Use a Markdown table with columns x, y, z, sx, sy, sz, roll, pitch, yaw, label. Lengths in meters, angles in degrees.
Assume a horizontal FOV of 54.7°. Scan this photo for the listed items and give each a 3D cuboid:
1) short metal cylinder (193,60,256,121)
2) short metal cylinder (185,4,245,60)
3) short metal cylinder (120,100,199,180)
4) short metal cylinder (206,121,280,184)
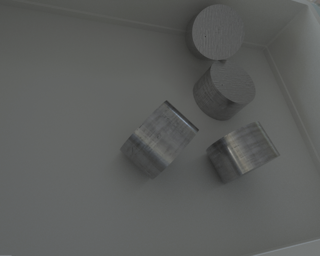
| x | y | z | sx | sy | sz | roll | pitch | yaw | label |
| --- | --- | --- | --- | --- | --- | --- | --- | --- | --- |
| 0.098 | -0.058 | 0.478 | 0.081 | 0.050 | 0.080 | 13 | 56 | -21 | short metal cylinder |
| 0.084 | -0.146 | 0.483 | 0.081 | 0.050 | 0.079 | -1 | 100 | -8 | short metal cylinder |
| -0.001 | 0.014 | 0.361 | 0.050 | 0.080 | 0.080 | 43 | 51 | 1 | short metal cylinder |
| 0.108 | 0.033 | 0.408 | 0.081 | 0.080 | 0.050 | -16 | 70 | -34 | short metal cylinder |
